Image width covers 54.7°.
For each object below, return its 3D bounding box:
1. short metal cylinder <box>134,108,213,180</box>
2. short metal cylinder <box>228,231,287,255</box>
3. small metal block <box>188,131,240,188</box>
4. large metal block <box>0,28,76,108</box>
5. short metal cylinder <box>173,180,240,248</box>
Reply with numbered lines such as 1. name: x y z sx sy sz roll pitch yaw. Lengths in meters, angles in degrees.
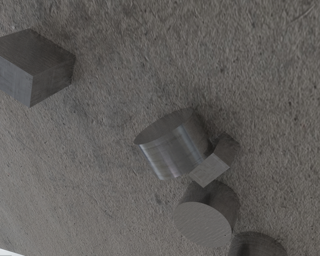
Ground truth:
1. short metal cylinder: 0.016 0.018 0.374 0.080 0.080 0.050 -20 108 35
2. short metal cylinder: 0.136 0.195 0.440 0.080 0.050 0.079 13 124 21
3. small metal block: 0.066 0.038 0.379 0.025 0.050 0.050 41 129 0
4. large metal block: -0.173 -0.082 0.412 0.080 0.080 0.050 31 129 8
5. short metal cylinder: 0.065 0.117 0.429 0.080 0.050 0.079 13 124 21
